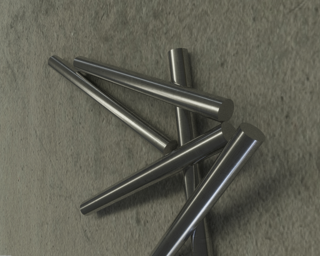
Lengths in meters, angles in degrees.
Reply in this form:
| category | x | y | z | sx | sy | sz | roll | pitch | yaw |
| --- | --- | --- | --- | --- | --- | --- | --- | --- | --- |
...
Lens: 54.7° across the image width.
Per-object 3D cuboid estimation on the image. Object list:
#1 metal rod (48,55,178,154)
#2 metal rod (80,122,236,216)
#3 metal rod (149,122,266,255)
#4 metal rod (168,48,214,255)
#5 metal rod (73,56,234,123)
| category | x | y | z | sx | sy | sz | roll | pitch | yaw |
| --- | --- | --- | --- | --- | --- | --- | --- | --- | --- |
| metal rod | -0.088 | -0.047 | 0.475 | 0.300 | 0.025 | 0.025 | 35 | 112 | 34 |
| metal rod | -0.025 | 0.067 | 0.400 | 0.299 | 0.025 | 0.025 | -34 | 69 | 42 |
| metal rod | 0.024 | 0.115 | 0.351 | 0.025 | 0.025 | 0.298 | 48 | 128 | 29 |
| metal rod | 0.039 | 0.053 | 0.370 | 0.025 | 0.025 | 0.298 | -11 | 83 | 39 |
| metal rod | -0.033 | -0.061 | 0.407 | 0.300 | 0.025 | 0.025 | 25 | 106 | 44 |
